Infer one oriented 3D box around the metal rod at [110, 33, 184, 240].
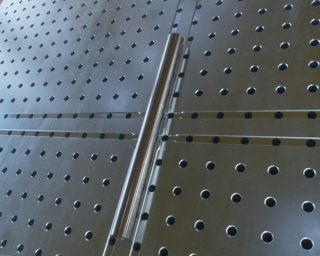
[{"bbox_3d":[-0.010,-0.007,0.416,0.025,0.025,0.300,1,62,28],"label":"metal rod"}]
